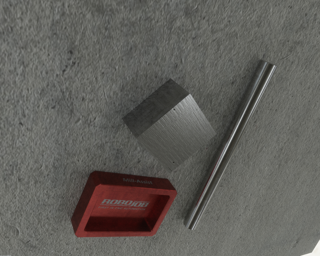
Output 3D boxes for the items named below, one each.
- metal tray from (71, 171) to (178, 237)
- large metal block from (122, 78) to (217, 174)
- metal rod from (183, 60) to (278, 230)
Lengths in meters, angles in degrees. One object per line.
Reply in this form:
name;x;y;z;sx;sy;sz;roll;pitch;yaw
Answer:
metal tray;-0.049;0.113;0.446;0.131;0.030;0.089;13;112;-34
large metal block;0.013;-0.002;0.397;0.080;0.050;0.080;-40;130;-1
metal rod;0.103;0.039;0.486;0.025;0.025;0.298;7;115;-32
